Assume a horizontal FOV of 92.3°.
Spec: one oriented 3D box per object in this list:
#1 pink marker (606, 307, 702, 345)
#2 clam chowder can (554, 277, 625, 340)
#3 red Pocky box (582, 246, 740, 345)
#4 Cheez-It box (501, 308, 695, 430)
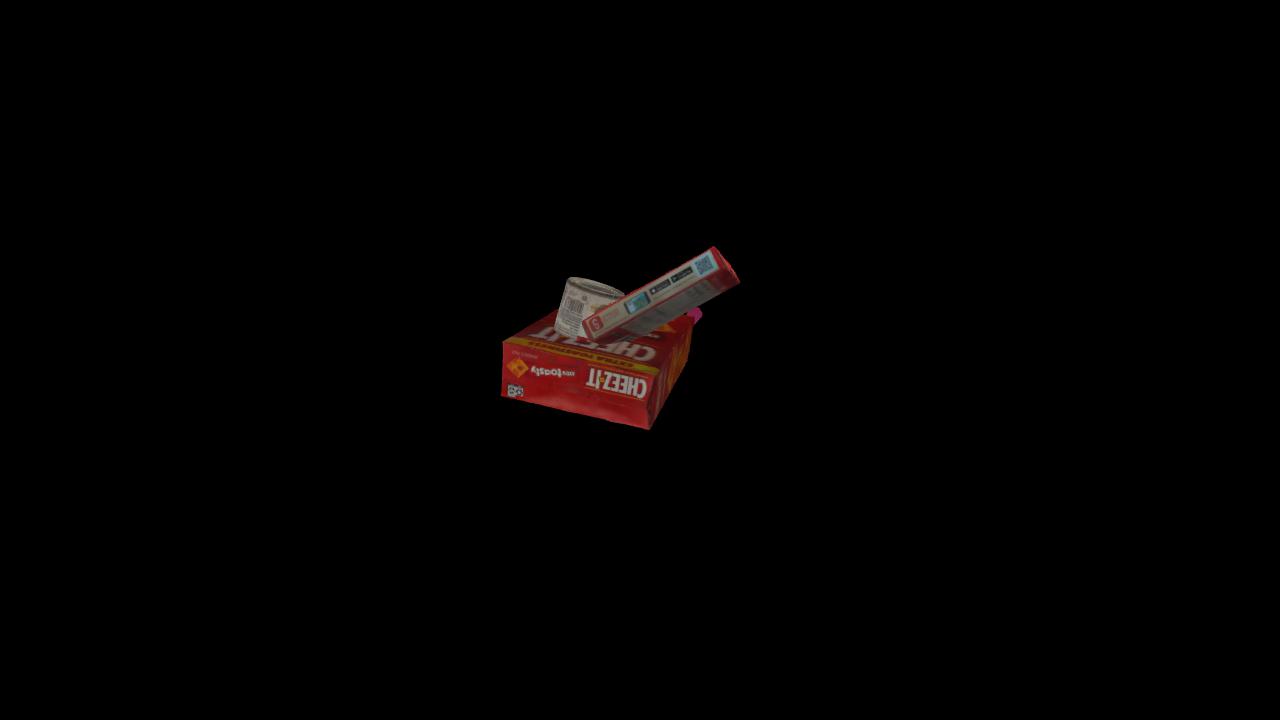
[{"bbox_3d":[0.047,-0.028,0.766,0.020,0.020,0.121,0,38,38],"label":"pink marker"},{"bbox_3d":[-0.062,-0.033,0.677,0.068,0.102,0.068,16,14,-4],"label":"clam chowder can"},{"bbox_3d":[0.023,-0.060,0.632,0.155,0.028,0.083,-28,-13,14],"label":"red Pocky box"},{"bbox_3d":[-0.039,-0.008,0.713,0.166,0.071,0.223,11,21,12],"label":"Cheez-It box"}]
